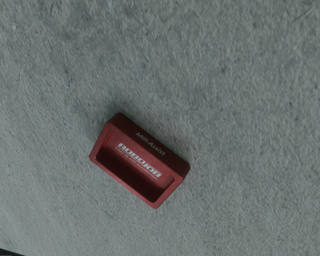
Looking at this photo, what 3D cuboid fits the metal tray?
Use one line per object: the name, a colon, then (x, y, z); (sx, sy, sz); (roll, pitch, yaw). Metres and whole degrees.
metal tray: (-0.033, 0.050, 0.452); (0.130, 0.030, 0.089); (37, 129, 3)
